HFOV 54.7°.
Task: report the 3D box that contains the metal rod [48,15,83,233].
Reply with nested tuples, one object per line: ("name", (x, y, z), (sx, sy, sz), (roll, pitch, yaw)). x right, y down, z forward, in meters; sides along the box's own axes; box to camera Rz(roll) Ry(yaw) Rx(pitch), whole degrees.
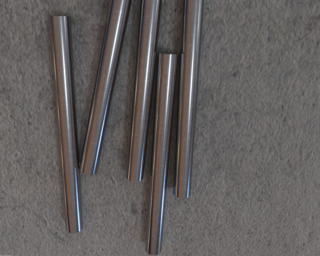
("metal rod", (-0.122, 0.009, 0.411), (0.025, 0.025, 0.298), (2, 110, -1))

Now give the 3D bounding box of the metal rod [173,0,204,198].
("metal rod", (0.035, -0.046, 0.393), (0.025, 0.025, 0.298), (1, 110, -1))

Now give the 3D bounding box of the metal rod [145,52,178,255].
("metal rod", (0.000, 0.048, 0.427), (0.025, 0.025, 0.298), (3, 110, -2))

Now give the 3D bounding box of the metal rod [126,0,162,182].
("metal rod", (-0.019, -0.070, 0.383), (0.025, 0.025, 0.298), (6, 110, -3))

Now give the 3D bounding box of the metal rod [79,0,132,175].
("metal rod", (-0.063, -0.078, 0.380), (0.025, 0.025, 0.298), (13, 110, -5))
